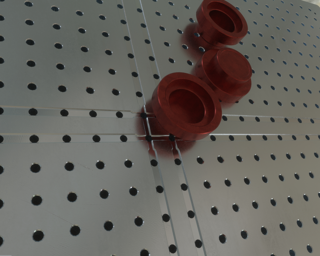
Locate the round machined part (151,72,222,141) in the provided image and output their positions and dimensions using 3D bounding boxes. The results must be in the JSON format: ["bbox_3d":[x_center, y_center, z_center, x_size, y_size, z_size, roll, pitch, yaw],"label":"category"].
[{"bbox_3d":[0.033,-0.026,0.430,0.099,0.042,0.098,13,56,-21],"label":"round machined part"}]

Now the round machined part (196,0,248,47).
[{"bbox_3d":[0.109,-0.189,0.570,0.099,0.042,0.098,13,56,-21],"label":"round machined part"}]

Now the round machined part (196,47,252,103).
[{"bbox_3d":[0.113,-0.094,0.514,0.099,0.042,0.098,14,56,-21],"label":"round machined part"}]
